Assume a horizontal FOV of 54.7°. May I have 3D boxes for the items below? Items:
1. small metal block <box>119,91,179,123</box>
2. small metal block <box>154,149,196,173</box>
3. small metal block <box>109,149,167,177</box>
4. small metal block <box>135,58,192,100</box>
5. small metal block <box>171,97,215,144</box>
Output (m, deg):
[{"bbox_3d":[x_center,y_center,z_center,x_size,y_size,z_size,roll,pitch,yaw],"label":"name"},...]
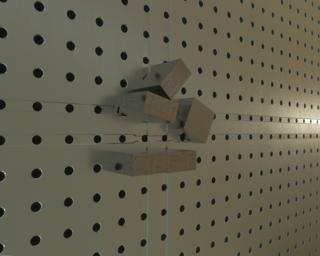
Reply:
[{"bbox_3d":[-0.014,-0.024,0.383,0.050,0.050,0.025,18,79,-39],"label":"small metal block"},{"bbox_3d":[0.012,0.042,0.405,0.050,0.050,0.025,0,90,-40],"label":"small metal block"},{"bbox_3d":[-0.027,0.041,0.373,0.050,0.050,0.025,0,90,-40],"label":"small metal block"},{"bbox_3d":[0.004,-0.060,0.398,0.025,0.050,0.050,51,60,-27],"label":"small metal block"},{"bbox_3d":[0.049,-0.010,0.453,0.050,0.025,0.050,31,71,-36],"label":"small metal block"}]
